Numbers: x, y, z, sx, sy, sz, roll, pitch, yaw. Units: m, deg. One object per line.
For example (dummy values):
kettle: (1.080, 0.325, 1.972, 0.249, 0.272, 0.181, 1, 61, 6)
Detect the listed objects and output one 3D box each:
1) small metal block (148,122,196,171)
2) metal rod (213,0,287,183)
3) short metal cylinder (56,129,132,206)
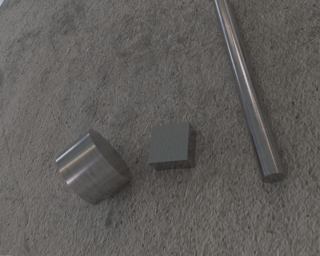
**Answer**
small metal block: (0.016, 0.023, 0.382, 0.050, 0.025, 0.050, -8, 58, 24)
metal rod: (0.104, -0.074, 0.394, 0.025, 0.025, 0.299, -17, 55, 18)
short metal cylinder: (-0.080, 0.047, 0.381, 0.050, 0.080, 0.080, -39, 51, 2)
